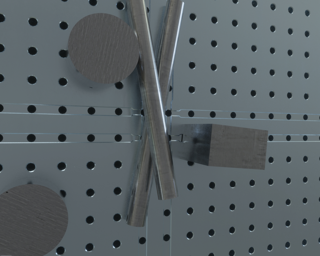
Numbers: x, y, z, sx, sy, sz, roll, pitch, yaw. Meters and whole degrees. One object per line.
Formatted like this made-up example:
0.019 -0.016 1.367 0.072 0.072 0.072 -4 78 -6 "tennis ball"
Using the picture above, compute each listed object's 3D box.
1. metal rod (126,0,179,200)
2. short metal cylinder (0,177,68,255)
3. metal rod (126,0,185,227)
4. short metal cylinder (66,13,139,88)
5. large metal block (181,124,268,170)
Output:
-0.014 -0.062 0.387 0.025 0.025 0.298 -8 85 -20 "metal rod"
-0.146 0.098 0.346 0.081 0.050 0.079 0 90 -20 "short metal cylinder"
-0.005 -0.022 0.410 0.025 0.025 0.298 12 86 -20 "metal rod"
-0.070 -0.090 0.373 0.081 0.050 0.079 0 90 -20 "short metal cylinder"
0.083 0.024 0.414 0.081 0.080 0.050 6 88 -20 "large metal block"
